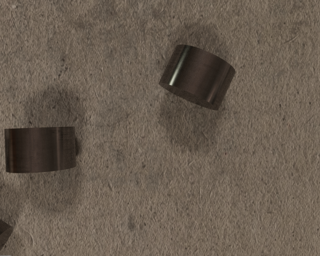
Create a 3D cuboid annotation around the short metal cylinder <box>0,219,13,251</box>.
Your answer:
[{"bbox_3d":[-0.231,0.143,0.380,0.050,0.080,0.080,34,90,-1],"label":"short metal cylinder"}]

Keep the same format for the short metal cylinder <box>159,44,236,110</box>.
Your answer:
[{"bbox_3d":[0.045,-0.061,0.383,0.080,0.080,0.050,25,90,-1],"label":"short metal cylinder"}]

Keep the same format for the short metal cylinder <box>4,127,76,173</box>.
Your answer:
[{"bbox_3d":[-0.146,0.025,0.381,0.081,0.080,0.050,-2,90,-1],"label":"short metal cylinder"}]
